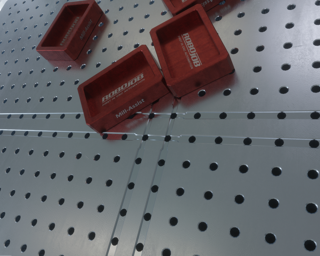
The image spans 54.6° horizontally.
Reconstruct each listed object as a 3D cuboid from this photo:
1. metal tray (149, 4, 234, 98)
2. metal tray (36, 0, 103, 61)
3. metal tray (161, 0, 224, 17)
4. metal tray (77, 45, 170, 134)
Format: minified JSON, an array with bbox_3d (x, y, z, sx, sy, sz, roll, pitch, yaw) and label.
[{"bbox_3d":[0.042,-0.116,0.454,0.090,0.030,0.130,-25,53,13],"label":"metal tray"},{"bbox_3d":[-0.181,-0.196,0.622,0.090,0.030,0.130,9,66,32],"label":"metal tray"},{"bbox_3d":[0.068,-0.235,0.514,0.130,0.030,0.090,-30,52,9],"label":"metal tray"},{"bbox_3d":[-0.058,-0.060,0.473,0.130,0.030,0.090,-31,52,8],"label":"metal tray"}]
